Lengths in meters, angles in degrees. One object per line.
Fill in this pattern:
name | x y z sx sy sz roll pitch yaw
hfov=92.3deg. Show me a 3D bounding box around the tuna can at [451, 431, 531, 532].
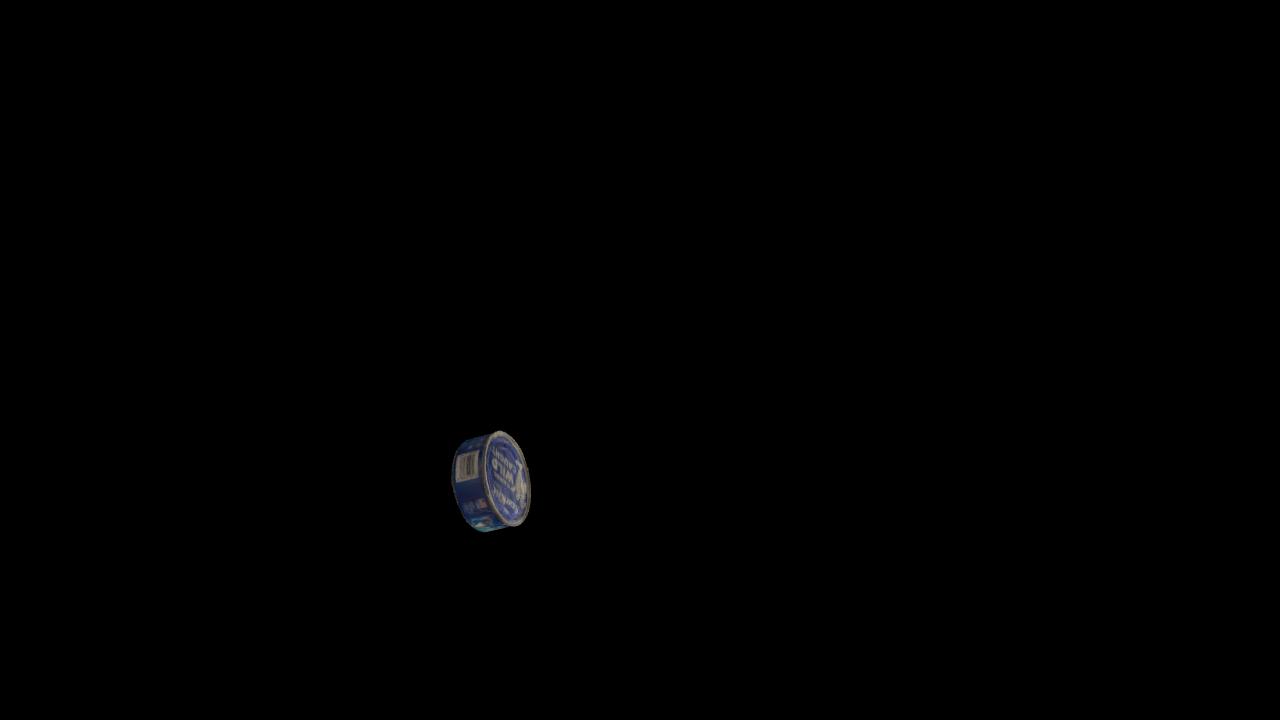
tuna can | -0.129 0.107 0.540 0.034 0.084 0.084 -15 -3 11
